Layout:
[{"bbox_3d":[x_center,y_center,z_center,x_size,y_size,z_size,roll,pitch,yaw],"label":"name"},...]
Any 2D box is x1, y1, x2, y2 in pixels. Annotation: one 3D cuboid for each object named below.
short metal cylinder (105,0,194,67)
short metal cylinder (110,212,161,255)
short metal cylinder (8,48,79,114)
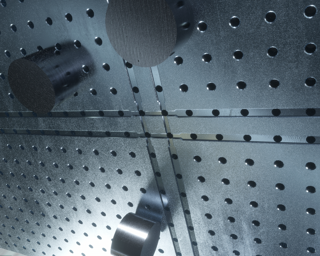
[{"bbox_3d":[-0.010,-0.111,0.330,0.080,0.050,0.079,13,124,20],"label":"short metal cylinder"},{"bbox_3d":[-0.038,0.186,0.509,0.050,0.080,0.079,14,124,20],"label":"short metal cylinder"},{"bbox_3d":[-0.164,-0.067,0.438,0.080,0.050,0.079,13,124,20],"label":"short metal cylinder"}]
